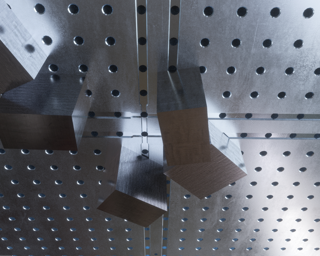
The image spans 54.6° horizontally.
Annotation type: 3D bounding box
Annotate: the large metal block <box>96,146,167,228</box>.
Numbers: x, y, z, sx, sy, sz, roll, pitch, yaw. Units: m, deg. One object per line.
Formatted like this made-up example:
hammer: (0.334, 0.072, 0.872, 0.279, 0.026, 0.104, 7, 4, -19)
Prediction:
large metal block: (-0.038, 0.084, 0.447, 0.080, 0.080, 0.050, 29, 124, -22)

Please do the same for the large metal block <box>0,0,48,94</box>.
large metal block: (-0.183, -0.081, 0.325, 0.080, 0.050, 0.080, -19, 128, 15)

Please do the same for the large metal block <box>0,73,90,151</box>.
large metal block: (-0.130, -0.021, 0.357, 0.080, 0.080, 0.050, 2, 130, -2)

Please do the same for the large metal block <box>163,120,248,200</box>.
large metal block: (0.061, 0.046, 0.434, 0.080, 0.050, 0.080, -36, 122, 26)

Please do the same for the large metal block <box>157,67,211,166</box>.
large metal block: (0.028, -0.014, 0.364, 0.050, 0.080, 0.080, -7, 130, 6)
